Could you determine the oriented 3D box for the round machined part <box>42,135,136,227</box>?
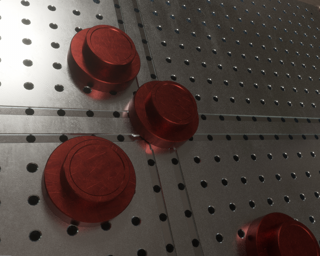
[{"bbox_3d":[-0.071,0.051,0.329,0.099,0.042,0.098,14,56,-21],"label":"round machined part"}]

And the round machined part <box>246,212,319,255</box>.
[{"bbox_3d":[0.162,0.155,0.392,0.099,0.042,0.098,14,56,-21],"label":"round machined part"}]

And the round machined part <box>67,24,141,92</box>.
[{"bbox_3d":[-0.072,-0.101,0.421,0.099,0.042,0.098,14,56,-21],"label":"round machined part"}]

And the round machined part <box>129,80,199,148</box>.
[{"bbox_3d":[0.011,-0.025,0.420,0.099,0.042,0.098,14,56,-21],"label":"round machined part"}]
